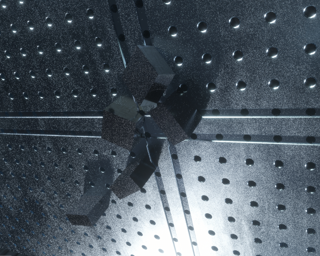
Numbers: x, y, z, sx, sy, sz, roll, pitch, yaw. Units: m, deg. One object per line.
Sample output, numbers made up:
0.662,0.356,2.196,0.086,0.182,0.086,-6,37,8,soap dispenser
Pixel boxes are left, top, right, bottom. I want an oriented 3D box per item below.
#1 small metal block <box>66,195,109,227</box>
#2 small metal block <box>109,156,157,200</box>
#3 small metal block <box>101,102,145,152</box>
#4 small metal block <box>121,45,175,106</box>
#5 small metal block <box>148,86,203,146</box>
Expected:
-0.129,0.147,0.551,0.050,0.050,0.025,-6,115,30,small metal block
-0.040,0.074,0.460,0.050,0.050,0.025,-33,100,38,small metal block
-0.053,-0.002,0.436,0.050,0.025,0.050,22,127,14,small metal block
-0.015,-0.062,0.366,0.050,0.025,0.050,57,134,26,small metal block
0.020,-0.015,0.374,0.025,0.050,0.050,-30,102,37,small metal block
